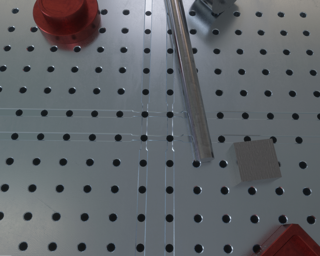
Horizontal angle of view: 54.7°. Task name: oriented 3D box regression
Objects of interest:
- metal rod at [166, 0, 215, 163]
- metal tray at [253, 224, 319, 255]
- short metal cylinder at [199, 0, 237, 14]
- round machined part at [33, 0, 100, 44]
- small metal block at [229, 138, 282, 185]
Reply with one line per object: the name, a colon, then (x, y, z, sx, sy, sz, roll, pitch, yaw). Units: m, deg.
metal rod: (0.037, -0.098, 0.447, 0.025, 0.025, 0.299, -7, 70, -3)
metal tray: (0.134, 0.183, 0.342, 0.130, 0.030, 0.090, -39, 75, -13)
short metal cylinder: (0.091, -0.221, 0.464, 0.080, 0.080, 0.050, -38, 75, -13)
round machined part: (-0.143, -0.181, 0.468, 0.099, 0.042, 0.098, 0, 70, 0)
small metal block: (0.121, 0.043, 0.396, 0.050, 0.025, 0.050, -6, 70, -3)
